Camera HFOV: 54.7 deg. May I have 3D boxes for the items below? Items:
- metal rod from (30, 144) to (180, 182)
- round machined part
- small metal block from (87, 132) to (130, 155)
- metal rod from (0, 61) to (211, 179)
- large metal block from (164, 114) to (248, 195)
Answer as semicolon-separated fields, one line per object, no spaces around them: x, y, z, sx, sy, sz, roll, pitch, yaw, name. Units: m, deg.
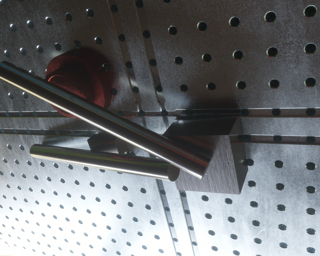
-0.101;0.045;0.455;0.300;0.025;0.025;2;120;38;metal rod
-0.119;-0.053;0.427;0.098;0.042;0.097;13;124;20;round machined part
-0.076;0.034;0.471;0.050;0.025;0.050;0;118;28;small metal block
-0.080;-0.017;0.379;0.301;0.025;0.025;25;127;15;metal rod
0.057;0.031;0.380;0.080;0.050;0.080;-2;118;28;large metal block
